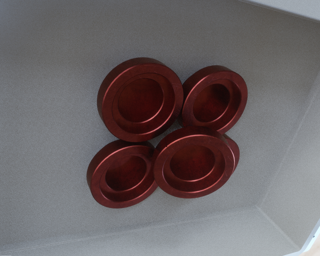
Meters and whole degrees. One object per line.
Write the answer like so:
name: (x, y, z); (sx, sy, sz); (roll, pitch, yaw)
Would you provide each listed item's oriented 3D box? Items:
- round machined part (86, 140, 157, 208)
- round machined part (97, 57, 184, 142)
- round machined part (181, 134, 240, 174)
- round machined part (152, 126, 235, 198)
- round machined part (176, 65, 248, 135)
round machined part: (-0.047, 0.054, 0.404); (0.099, 0.042, 0.097); (-14, 125, -21)
round machined part: (-0.025, -0.035, 0.361); (0.099, 0.042, 0.097); (-14, 125, -21)
round machined part: (0.066, 0.046, 0.462); (0.099, 0.042, 0.097); (-14, 125, -21)
round machined part: (0.039, 0.038, 0.387); (0.099, 0.042, 0.097); (-3, 122, -5)
round machined part: (0.063, -0.036, 0.409); (0.099, 0.042, 0.097); (-14, 125, -21)
